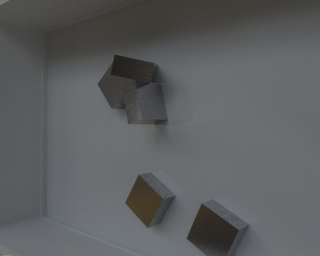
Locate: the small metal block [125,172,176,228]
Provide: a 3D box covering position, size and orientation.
[{"bbox_3d":[-0.014,0.096,0.419,0.050,0.025,0.050,39,114,33],"label":"small metal block"}]

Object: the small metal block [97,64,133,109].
[{"bbox_3d":[-0.060,-0.063,0.456,0.050,0.025,0.050,-47,62,30],"label":"small metal block"}]

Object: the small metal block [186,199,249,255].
[{"bbox_3d":[0.065,0.118,0.353,0.050,0.025,0.050,31,109,35],"label":"small metal block"}]

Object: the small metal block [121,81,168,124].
[{"bbox_3d":[-0.019,-0.032,0.407,0.025,0.050,0.050,-18,78,39],"label":"small metal block"}]

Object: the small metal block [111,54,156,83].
[{"bbox_3d":[-0.032,-0.077,0.404,0.050,0.050,0.025,12,100,0],"label":"small metal block"}]
